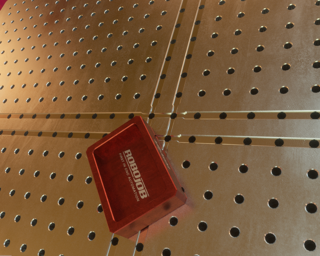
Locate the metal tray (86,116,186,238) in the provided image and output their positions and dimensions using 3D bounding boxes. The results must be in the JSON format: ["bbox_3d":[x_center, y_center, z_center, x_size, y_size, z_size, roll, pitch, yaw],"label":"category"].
[{"bbox_3d":[-0.035,0.057,0.389,0.090,0.030,0.130,-33,51,6],"label":"metal tray"}]
